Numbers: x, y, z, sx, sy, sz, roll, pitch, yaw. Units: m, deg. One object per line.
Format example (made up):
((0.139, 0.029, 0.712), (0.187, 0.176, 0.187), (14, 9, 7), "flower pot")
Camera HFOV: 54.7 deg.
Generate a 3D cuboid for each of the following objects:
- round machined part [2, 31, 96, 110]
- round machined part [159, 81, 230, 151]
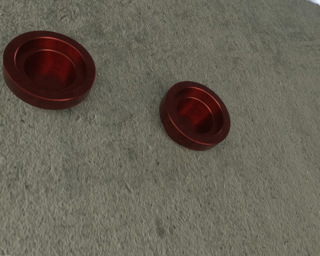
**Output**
((-0.129, -0.062, 0.361), (0.099, 0.042, 0.098), (14, 56, -21), "round machined part")
((0.043, -0.012, 0.424), (0.099, 0.042, 0.098), (14, 56, -21), "round machined part")
